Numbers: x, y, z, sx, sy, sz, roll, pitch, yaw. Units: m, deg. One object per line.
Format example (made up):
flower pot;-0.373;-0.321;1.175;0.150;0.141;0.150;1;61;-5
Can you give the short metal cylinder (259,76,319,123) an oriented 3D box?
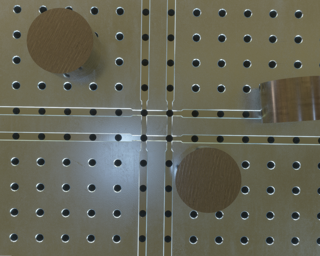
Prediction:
short metal cylinder;0.167;-0.033;0.387;0.081;0.080;0.050;-4;90;0

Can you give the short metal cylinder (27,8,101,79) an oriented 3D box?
short metal cylinder;-0.121;-0.106;0.400;0.081;0.050;0.079;0;90;0

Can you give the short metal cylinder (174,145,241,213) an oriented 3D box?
short metal cylinder;0.059;0.063;0.401;0.081;0.050;0.079;0;90;0
